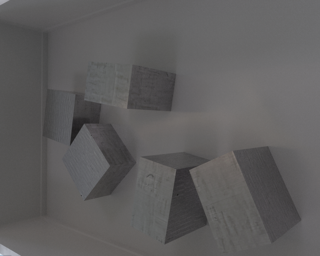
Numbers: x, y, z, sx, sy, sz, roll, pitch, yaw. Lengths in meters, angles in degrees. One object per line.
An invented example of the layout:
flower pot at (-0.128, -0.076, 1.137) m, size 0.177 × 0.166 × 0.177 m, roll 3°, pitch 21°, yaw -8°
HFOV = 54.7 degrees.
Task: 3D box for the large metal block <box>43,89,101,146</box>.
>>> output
large metal block at (-0.146, -0.018, 0.511) m, size 0.080 × 0.050 × 0.079 m, roll 14°, pitch 99°, yaw 39°

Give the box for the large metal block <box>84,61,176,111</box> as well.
large metal block at (-0.038, -0.053, 0.403) m, size 0.080 × 0.081 × 0.050 m, roll 13°, pitch 99°, yaw 39°

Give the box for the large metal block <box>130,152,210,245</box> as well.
large metal block at (0.017, 0.075, 0.357) m, size 0.050 × 0.081 × 0.079 m, roll 14°, pitch 99°, yaw 39°

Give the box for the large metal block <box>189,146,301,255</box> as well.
large metal block at (0.084, 0.066, 0.302) m, size 0.050 × 0.081 × 0.080 m, roll -31°, pitch 71°, yaw 36°

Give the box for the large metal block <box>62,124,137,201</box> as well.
large metal block at (-0.094, 0.050, 0.469) m, size 0.080 × 0.050 × 0.080 m, roll -52°, pitch 60°, yaw 27°
